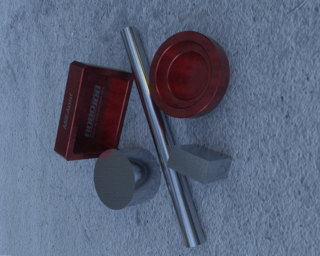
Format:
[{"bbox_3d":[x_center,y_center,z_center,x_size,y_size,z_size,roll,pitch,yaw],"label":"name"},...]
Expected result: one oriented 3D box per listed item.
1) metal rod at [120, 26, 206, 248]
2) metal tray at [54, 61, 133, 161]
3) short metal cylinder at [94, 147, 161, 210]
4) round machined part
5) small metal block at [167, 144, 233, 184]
[{"bbox_3d":[-0.001,0.001,0.406,0.025,0.025,0.299,-28,73,36],"label":"metal rod"},{"bbox_3d":[-0.091,-0.022,0.437,0.030,0.091,0.129,23,105,37],"label":"metal tray"},{"bbox_3d":[-0.045,0.067,0.425,0.080,0.050,0.079,0,90,39],"label":"short metal cylinder"},{"bbox_3d":[0.037,-0.060,0.363,0.098,0.042,0.097,0,90,39],"label":"round machined part"},{"bbox_3d":[0.045,0.038,0.348,0.050,0.050,0.025,21,104,37],"label":"small metal block"}]
